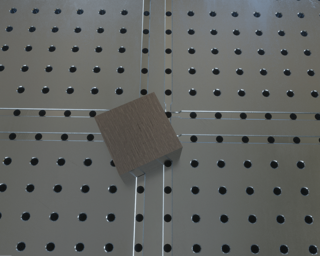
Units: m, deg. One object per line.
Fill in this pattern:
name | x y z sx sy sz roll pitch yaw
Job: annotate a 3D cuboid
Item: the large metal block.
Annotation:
large metal block | -0.027 0.013 0.394 0.080 0.050 0.080 -24 72 -9
